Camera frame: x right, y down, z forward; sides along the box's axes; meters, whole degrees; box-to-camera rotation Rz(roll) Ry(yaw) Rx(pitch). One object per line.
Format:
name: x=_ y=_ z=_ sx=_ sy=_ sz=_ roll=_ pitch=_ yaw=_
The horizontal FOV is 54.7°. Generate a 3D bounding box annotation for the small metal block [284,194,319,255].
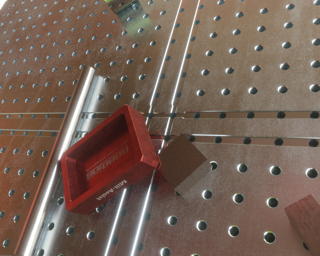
small metal block: x=0.135 y=0.091 z=0.265 sx=0.025 sy=0.050 sz=0.050 roll=-32 pitch=52 yaw=8

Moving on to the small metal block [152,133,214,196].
small metal block: x=0.026 y=0.043 z=0.368 sx=0.050 sy=0.025 sz=0.050 roll=-42 pitch=51 yaw=-1

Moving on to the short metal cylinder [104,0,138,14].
short metal cylinder: x=-0.083 y=-0.262 z=0.577 sx=0.050 sy=0.080 sz=0.080 roll=-29 pitch=52 yaw=10

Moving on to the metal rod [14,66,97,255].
metal rod: x=-0.149 y=0.033 z=0.466 sx=0.025 sy=0.025 sz=0.300 roll=-3 pitch=60 yaw=27

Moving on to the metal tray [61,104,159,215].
metal tray: x=-0.070 y=0.041 z=0.399 sx=0.130 sy=0.030 sz=0.090 roll=-36 pitch=50 yaw=19
